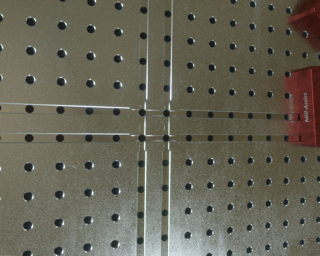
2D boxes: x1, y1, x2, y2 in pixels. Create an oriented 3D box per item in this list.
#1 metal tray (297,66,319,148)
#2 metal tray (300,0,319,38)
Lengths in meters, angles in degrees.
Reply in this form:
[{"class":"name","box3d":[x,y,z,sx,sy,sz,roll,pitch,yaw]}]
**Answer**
[{"class":"metal tray","box3d":[0.278,-0.037,0.515,0.091,0.030,0.129,-5,92,-20]},{"class":"metal tray","box3d":[0.304,-0.213,0.524,0.090,0.030,0.130,36,78,-17]}]
